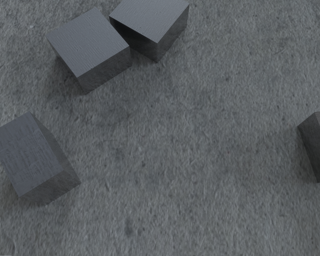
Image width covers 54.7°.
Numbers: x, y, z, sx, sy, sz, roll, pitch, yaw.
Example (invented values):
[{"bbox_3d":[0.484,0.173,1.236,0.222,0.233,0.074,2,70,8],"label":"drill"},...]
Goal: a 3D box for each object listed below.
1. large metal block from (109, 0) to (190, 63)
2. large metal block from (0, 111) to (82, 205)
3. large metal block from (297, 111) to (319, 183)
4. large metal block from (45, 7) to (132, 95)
[{"bbox_3d":[-0.014,-0.156,0.452,0.080,0.050,0.080,32,73,11],"label":"large metal block"},{"bbox_3d":[-0.143,0.039,0.363,0.050,0.080,0.080,-32,74,-11],"label":"large metal block"},{"bbox_3d":[0.235,0.019,0.391,0.081,0.050,0.080,-9,70,-4],"label":"large metal block"},{"bbox_3d":[-0.097,-0.107,0.433,0.080,0.050,0.080,-35,74,-12],"label":"large metal block"}]
